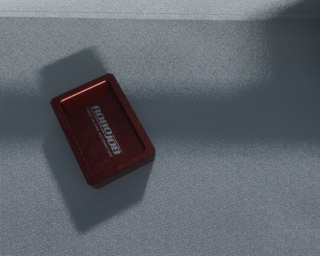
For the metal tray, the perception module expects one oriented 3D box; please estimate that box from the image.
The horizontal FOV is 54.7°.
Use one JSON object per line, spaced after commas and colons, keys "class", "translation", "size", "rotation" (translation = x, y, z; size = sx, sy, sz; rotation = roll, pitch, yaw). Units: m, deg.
{"class": "metal tray", "translation": [-0.074, 0.002, 0.405], "size": [0.090, 0.030, 0.130], "rotation": [-27, 72, -10]}
